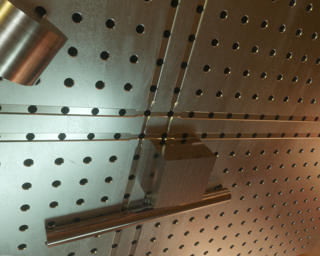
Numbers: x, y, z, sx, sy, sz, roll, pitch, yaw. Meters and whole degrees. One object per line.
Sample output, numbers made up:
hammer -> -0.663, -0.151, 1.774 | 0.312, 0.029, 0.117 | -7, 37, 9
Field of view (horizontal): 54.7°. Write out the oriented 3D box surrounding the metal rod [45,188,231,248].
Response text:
metal rod -> -0.018, 0.134, 0.483 | 0.303, 0.025, 0.025 | -7, 122, -25

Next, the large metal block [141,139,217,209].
large metal block -> 0.025, 0.064, 0.448 | 0.081, 0.050, 0.079 | -2, 119, -28

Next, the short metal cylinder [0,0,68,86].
short metal cylinder -> -0.126, -0.080, 0.257 | 0.080, 0.080, 0.050 | 33, 100, -38
